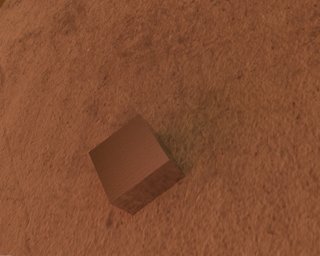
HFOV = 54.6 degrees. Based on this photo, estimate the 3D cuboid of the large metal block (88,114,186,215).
[{"bbox_3d":[-0.029,0.044,0.377,0.080,0.050,0.080,-37,51,3],"label":"large metal block"}]
